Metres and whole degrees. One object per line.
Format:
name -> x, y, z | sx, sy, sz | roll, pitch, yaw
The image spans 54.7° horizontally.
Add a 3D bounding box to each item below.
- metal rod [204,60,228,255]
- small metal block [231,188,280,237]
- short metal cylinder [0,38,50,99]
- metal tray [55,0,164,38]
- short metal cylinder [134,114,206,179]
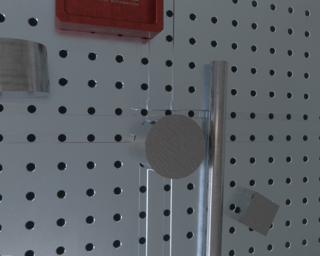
metal rod -> 0.079, 0.055, 0.441 | 0.025, 0.025, 0.298 | 2, 89, -20
small metal block -> 0.144, 0.126, 0.466 | 0.050, 0.025, 0.050 | 32, 80, -17
short metal cylinder -> -0.160, -0.059, 0.324 | 0.081, 0.080, 0.050 | -4, 92, -20
metal tray -> -0.062, -0.166, 0.386 | 0.131, 0.030, 0.089 | 0, 90, -20
short metal cylinder -> 0.012, 0.023, 0.403 | 0.081, 0.050, 0.079 | 0, 90, -20
